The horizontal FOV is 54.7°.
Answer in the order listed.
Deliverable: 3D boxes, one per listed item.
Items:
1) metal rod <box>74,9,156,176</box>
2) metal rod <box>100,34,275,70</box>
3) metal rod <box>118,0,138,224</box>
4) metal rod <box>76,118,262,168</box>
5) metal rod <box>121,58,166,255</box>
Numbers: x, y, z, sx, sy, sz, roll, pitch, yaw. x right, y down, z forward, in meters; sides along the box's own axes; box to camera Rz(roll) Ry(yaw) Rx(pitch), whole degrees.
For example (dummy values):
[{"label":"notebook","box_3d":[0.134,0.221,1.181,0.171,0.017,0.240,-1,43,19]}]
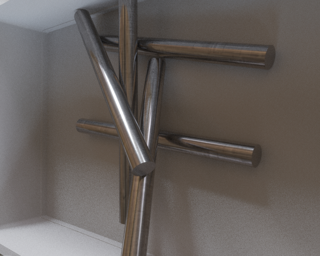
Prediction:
[{"label":"metal rod","box_3d":[-0.070,-0.067,0.402,0.025,0.025,0.299,-49,48,29]},{"label":"metal rod","box_3d":[-0.001,-0.106,0.407,0.300,0.025,0.025,17,101,38]},{"label":"metal rod","box_3d":[-0.041,-0.026,0.406,0.025,0.025,0.298,-1,90,40]},{"label":"metal rod","box_3d":[-0.014,0.013,0.418,0.300,0.025,0.025,8,95,39]},{"label":"metal rod","box_3d":[-0.018,0.047,0.345,0.025,0.025,0.299,-18,54,38]}]
